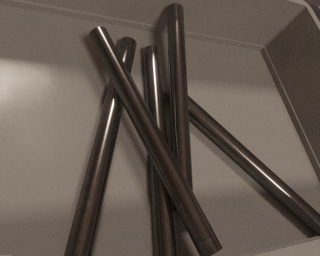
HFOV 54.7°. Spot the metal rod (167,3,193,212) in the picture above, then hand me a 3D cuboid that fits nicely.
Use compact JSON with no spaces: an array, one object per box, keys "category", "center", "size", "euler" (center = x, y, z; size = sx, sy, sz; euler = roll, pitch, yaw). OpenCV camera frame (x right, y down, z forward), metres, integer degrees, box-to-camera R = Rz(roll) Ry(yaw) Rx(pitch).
[{"category":"metal rod","center":[0.025,-0.042,0.417],"size":[0.025,0.025,0.299],"euler":[9,67,-24]}]

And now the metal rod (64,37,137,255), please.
[{"category":"metal rod","center":[-0.062,-0.002,0.374],"size":[0.025,0.025,0.300],"euler":[19,54,-18]}]

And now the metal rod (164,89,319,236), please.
[{"category":"metal rod","center":[0.124,0.044,0.447],"size":[0.300,0.025,0.025],"euler":[42,51,0]}]

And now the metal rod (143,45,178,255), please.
[{"category":"metal rod","center":[-0.003,0.013,0.397],"size":[0.025,0.025,0.299],"euler":[10,57,-24]}]

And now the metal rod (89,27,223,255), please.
[{"category":"metal rod","center":[-0.014,0.003,0.363],"size":[0.025,0.025,0.299],"euler":[-17,71,-35]}]
